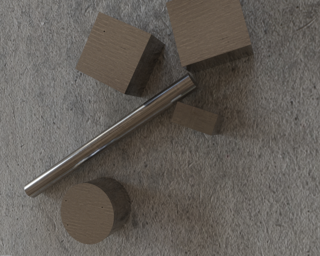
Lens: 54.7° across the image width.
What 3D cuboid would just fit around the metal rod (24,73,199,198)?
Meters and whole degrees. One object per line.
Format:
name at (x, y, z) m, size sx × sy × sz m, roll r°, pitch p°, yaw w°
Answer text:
metal rod at (-0.078, 0.018, 0.436) m, size 0.300 × 0.025 × 0.025 m, roll -33°, pitch 80°, yaw 16°

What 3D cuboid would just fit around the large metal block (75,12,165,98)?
large metal block at (-0.052, -0.096, 0.414) m, size 0.080 × 0.050 × 0.080 m, roll 28°, pitch 99°, yaw 17°

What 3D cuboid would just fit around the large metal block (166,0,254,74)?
large metal block at (0.061, -0.119, 0.374) m, size 0.080 × 0.050 × 0.080 m, roll -15°, pitch 85°, yaw 19°

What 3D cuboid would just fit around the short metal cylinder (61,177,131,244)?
short metal cylinder at (-0.087, 0.111, 0.426) m, size 0.080 × 0.050 × 0.080 m, roll 0°, pitch 90°, yaw 20°

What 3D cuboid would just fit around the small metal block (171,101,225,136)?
small metal block at (0.048, -0.011, 0.379) m, size 0.050 × 0.050 × 0.025 m, roll 20°, pitch 97°, yaw 19°
